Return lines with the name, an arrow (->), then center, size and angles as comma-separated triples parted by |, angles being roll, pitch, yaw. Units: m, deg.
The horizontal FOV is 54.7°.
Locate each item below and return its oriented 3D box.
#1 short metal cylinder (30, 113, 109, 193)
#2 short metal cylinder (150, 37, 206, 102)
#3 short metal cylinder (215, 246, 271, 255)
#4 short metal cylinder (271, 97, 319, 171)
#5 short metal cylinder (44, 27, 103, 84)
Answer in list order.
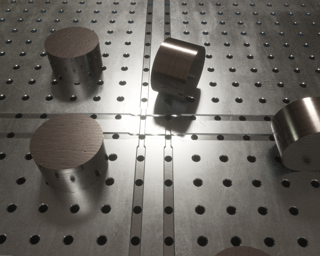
short metal cylinder -> -0.104, 0.029, 0.366 | 0.081, 0.050, 0.080 | 0, 50, 0
short metal cylinder -> 0.027, -0.083, 0.442 | 0.050, 0.080, 0.080 | 20, 53, 16
short metal cylinder -> 0.071, 0.150, 0.266 | 0.081, 0.050, 0.080 | 0, 50, 0
short metal cylinder -> 0.179, 0.009, 0.367 | 0.081, 0.080, 0.050 | 0, 50, -1
short metal cylinder -> -0.133, -0.115, 0.486 | 0.081, 0.050, 0.080 | 0, 50, 0
